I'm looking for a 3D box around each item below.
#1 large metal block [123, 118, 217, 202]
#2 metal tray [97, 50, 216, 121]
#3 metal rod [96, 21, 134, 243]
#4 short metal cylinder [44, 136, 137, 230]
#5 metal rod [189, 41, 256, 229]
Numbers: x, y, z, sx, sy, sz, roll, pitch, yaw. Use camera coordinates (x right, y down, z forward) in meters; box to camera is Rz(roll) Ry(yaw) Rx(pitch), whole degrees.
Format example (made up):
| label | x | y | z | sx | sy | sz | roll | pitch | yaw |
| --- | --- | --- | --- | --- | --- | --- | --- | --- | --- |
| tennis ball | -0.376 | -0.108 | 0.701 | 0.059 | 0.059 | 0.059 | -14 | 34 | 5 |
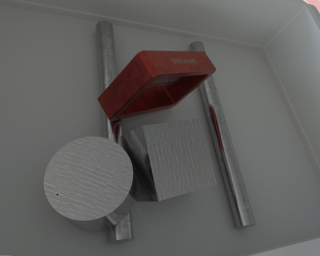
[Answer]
| label | x | y | z | sx | sy | sz | roll | pitch | yaw |
| --- | --- | --- | --- | --- | --- | --- | --- | --- | --- |
| large metal block | 0.011 | 0.037 | 0.362 | 0.081 | 0.050 | 0.080 | -8 | 82 | -32 |
| metal tray | 0.000 | -0.053 | 0.377 | 0.131 | 0.090 | 0.030 | -17 | 72 | -51 |
| metal rod | -0.060 | -0.016 | 0.384 | 0.025 | 0.025 | 0.299 | 5 | 59 | -26 |
| short metal cylinder | -0.065 | 0.055 | 0.304 | 0.081 | 0.050 | 0.080 | 0 | 62 | 0 |
| metal rod | 0.085 | -0.007 | 0.457 | 0.025 | 0.025 | 0.299 | 4 | 60 | -27 |
